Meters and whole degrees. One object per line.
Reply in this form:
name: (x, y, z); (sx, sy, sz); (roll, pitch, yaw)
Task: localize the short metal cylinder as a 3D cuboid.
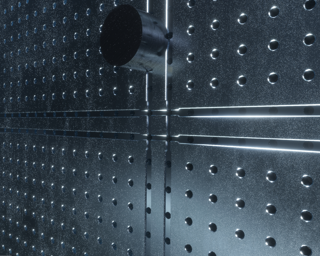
short metal cylinder: (-0.036, -0.121, 0.423); (0.080, 0.050, 0.079); (0, 90, 40)
